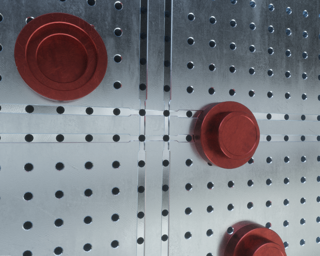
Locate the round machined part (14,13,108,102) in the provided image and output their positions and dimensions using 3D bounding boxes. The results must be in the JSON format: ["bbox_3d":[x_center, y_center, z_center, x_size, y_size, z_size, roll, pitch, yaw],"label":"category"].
[{"bbox_3d":[-0.114,-0.079,0.362,0.099,0.042,0.097,0,90,-21],"label":"round machined part"}]

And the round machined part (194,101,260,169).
[{"bbox_3d":[0.102,0.010,0.443,0.099,0.042,0.097,0,90,-20],"label":"round machined part"}]

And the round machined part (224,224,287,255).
[{"bbox_3d":[0.149,0.198,0.461,0.099,0.042,0.097,0,90,-21],"label":"round machined part"}]
